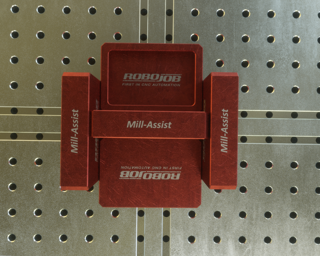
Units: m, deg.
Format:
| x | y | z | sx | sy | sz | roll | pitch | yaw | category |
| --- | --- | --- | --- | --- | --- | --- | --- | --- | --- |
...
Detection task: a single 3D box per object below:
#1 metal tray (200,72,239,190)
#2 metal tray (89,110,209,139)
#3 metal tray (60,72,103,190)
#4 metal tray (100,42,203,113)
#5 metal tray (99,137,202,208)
| x | y | z | sx | sy | sz | roll | pitch | yaw | category |
| --- | --- | --- | --- | --- | --- | --- | --- | --- | --- |
| 0.070 | 0.003 | 0.381 | 0.030 | 0.090 | 0.129 | 1 | 90 | 0 | metal tray |
| -0.012 | -0.004 | 0.379 | 0.131 | 0.090 | 0.030 | 1 | 90 | -1 | metal tray |
| -0.092 | 0.003 | 0.379 | 0.030 | 0.090 | 0.129 | 1 | 90 | 0 | metal tray |
| -0.011 | -0.064 | 0.410 | 0.131 | 0.030 | 0.089 | 1 | 90 | -1 | metal tray |
| -0.012 | 0.057 | 0.409 | 0.131 | 0.030 | 0.089 | 1 | 90 | -1 | metal tray |
